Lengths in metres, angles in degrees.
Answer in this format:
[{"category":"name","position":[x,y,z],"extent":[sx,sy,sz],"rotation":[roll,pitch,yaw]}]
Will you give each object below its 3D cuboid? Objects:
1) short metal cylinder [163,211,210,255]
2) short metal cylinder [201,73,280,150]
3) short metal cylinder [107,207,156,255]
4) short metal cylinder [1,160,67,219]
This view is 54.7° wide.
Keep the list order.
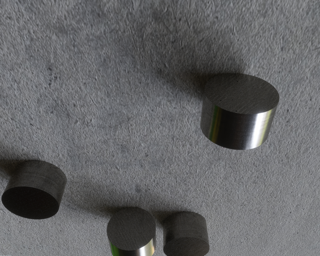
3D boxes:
[{"category":"short metal cylinder","position":[0.046,0.195,0.557],"extent":[0.081,0.050,0.079],"rotation":[0,130,0]},{"category":"short metal cylinder","position":[0.089,-0.021,0.354],"extent":[0.081,0.080,0.050],"rotation":[0,130,-1]},{"category":"short metal cylinder","position":[-0.047,0.183,0.526],"extent":[0.080,0.080,0.050],"rotation":[-1,130,0]},{"category":"short metal cylinder","position":[-0.188,0.094,0.469],"extent":[0.081,0.050,0.079],"rotation":[0,130,0]}]
